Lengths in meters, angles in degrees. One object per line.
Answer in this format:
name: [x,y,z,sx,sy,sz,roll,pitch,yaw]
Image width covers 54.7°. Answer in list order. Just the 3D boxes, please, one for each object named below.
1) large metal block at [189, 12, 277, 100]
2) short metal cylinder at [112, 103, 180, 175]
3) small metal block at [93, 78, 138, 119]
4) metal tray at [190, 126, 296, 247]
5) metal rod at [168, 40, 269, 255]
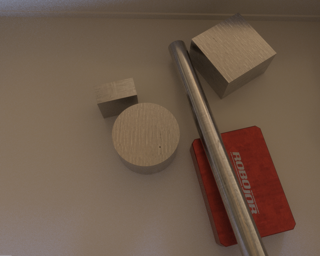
large metal block: [0.098,-0.100,0.434,0.080,0.050,0.080,-32,74,-11]
short metal cylinder: [-0.017,0.015,0.391,0.081,0.050,0.080,0,70,0]
small metal block: [-0.056,-0.039,0.410,0.050,0.050,0.025,-13,71,-5]
metal tray: [0.098,0.069,0.383,0.091,0.030,0.130,-12,71,-5]
metal rod: [0.061,0.012,0.372,0.025,0.025,0.299,-14,63,-5]
